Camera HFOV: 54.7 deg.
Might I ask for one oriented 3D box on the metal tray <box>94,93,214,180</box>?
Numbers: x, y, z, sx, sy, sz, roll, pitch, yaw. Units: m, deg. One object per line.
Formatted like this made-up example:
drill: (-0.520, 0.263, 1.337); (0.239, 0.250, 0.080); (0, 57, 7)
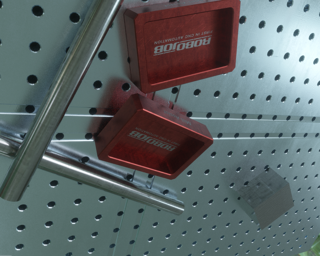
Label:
metal tray: (-0.005, 0.017, 0.402); (0.131, 0.030, 0.090); (22, 122, -37)

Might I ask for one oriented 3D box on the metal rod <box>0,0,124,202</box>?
metal rod: (-0.087, -0.058, 0.309); (0.025, 0.025, 0.299); (24, 99, -37)

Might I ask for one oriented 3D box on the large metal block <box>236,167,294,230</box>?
large metal block: (0.203, 0.135, 0.593); (0.080, 0.050, 0.080); (-34, 129, -6)

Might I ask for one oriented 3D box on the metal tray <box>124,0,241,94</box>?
metal tray: (0.029, -0.100, 0.363); (0.131, 0.030, 0.089); (-17, 125, -19)

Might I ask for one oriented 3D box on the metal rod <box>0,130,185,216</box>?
metal rod: (-0.071, 0.073, 0.418); (0.301, 0.025, 0.025); (30, 101, -38)
